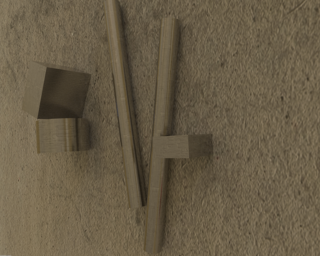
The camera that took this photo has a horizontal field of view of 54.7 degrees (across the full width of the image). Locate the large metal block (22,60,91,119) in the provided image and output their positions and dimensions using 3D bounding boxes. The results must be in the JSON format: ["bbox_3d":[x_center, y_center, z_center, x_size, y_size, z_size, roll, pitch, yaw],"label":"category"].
[{"bbox_3d":[-0.168,-0.060,0.504,0.050,0.081,0.079,24,105,37],"label":"large metal block"}]

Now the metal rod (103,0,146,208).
[{"bbox_3d":[-0.051,-0.039,0.444,0.025,0.025,0.298,-13,82,39],"label":"metal rod"}]

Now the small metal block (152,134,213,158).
[{"bbox_3d":[0.027,0.021,0.365,0.050,0.050,0.025,-4,87,39],"label":"small metal block"}]

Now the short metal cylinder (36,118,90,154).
[{"bbox_3d":[-0.154,0.013,0.493,0.080,0.081,0.050,-6,86,39],"label":"short metal cylinder"}]

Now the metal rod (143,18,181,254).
[{"bbox_3d":[0.002,0.012,0.401,0.025,0.025,0.298,7,95,39],"label":"metal rod"}]
